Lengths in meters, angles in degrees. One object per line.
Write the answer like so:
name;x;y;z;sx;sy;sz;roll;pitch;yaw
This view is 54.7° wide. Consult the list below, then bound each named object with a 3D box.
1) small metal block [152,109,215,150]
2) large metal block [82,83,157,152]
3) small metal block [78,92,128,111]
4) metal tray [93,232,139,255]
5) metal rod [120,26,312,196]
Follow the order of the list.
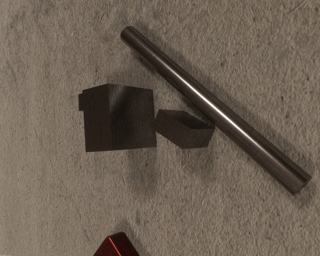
small metal block;0.028;0.001;0.364;0.050;0.050;0.025;34;111;34
large metal block;-0.052;-0.011;0.410;0.050;0.081;0.080;-7;86;39
small metal block;-0.083;-0.039;0.455;0.050;0.050;0.025;-4;87;40
metal tray;-0.050;0.229;0.441;0.130;0.030;0.089;48;118;29
metal rod;0.045;-0.039;0.366;0.300;0.025;0.025;46;118;29
